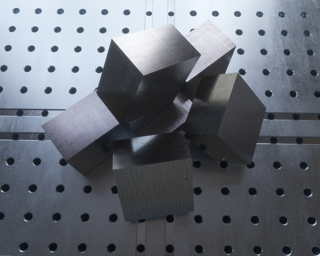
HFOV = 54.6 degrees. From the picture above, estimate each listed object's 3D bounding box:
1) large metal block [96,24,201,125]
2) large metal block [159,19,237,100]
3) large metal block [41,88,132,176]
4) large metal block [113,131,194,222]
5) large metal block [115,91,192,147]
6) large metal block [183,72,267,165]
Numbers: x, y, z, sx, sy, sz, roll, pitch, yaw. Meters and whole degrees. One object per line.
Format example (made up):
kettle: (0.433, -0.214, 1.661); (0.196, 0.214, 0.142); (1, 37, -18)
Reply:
large metal block: (-0.014, -0.058, 0.337); (0.081, 0.080, 0.050); (-27, 70, -36)
large metal block: (0.046, -0.082, 0.413); (0.080, 0.080, 0.050); (-37, 75, -13)
large metal block: (-0.083, 0.007, 0.378); (0.080, 0.080, 0.050); (-36, 74, -12)
large metal block: (-0.007, 0.055, 0.355); (0.080, 0.080, 0.050); (-8, 34, -3)
large metal block: (-0.008, -0.019, 0.407); (0.080, 0.050, 0.080); (-37, 74, -13)
large metal block: (0.081, -0.010, 0.379); (0.050, 0.080, 0.080); (2, 63, 45)
